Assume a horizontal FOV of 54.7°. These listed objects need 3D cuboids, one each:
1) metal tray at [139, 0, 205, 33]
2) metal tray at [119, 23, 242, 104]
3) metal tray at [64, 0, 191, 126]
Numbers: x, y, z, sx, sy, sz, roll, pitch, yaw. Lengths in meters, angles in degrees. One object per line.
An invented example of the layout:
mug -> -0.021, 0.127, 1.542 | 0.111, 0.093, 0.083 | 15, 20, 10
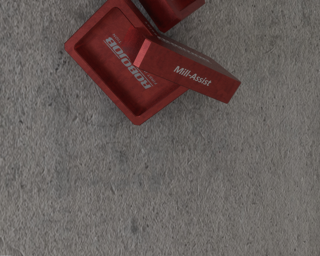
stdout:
metal tray -> -0.005, -0.191, 0.381 | 0.130, 0.030, 0.090 | 53, 43, -13
metal tray -> 0.023, -0.079, 0.369 | 0.131, 0.090, 0.030 | 17, 114, -29
metal tray -> -0.035, -0.077, 0.367 | 0.090, 0.030, 0.130 | -36, 105, 22
